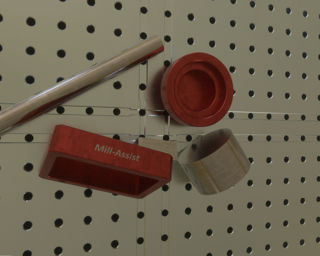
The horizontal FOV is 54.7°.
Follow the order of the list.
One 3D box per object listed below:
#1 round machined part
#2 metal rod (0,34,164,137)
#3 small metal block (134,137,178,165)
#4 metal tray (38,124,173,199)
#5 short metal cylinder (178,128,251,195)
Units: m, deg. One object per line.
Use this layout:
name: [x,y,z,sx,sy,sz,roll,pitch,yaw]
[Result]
round machined part: [0.047,-0.050,0.422,0.099,0.042,0.097,0,90,-21]
metal rod: [-0.125,-0.038,0.366,0.302,0.025,0.025,-31,101,-18]
small metal block: [-0.011,0.036,0.393,0.050,0.050,0.025,9,61,-21]
metal tray: [-0.063,0.044,0.353,0.131,0.090,0.030,17,58,-20]
short metal cylinder: [0.071,0.044,0.411,0.080,0.080,0.050,-36,102,-17]
